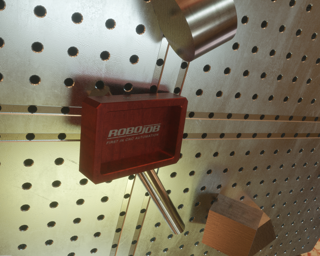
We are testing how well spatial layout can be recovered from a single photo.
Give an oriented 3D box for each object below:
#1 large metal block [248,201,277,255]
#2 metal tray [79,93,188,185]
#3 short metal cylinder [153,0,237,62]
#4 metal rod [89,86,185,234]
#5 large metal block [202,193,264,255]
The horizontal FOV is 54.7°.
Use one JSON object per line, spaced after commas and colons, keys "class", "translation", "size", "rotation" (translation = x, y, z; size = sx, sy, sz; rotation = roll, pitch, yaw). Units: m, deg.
{"class": "large metal block", "translation": [0.179, 0.208, 0.621], "size": [0.080, 0.050, 0.080], "rotation": [-33, 129, -6]}
{"class": "metal tray", "translation": [-0.027, 0.007, 0.366], "size": [0.131, 0.030, 0.089], "rotation": [-8, 113, -41]}
{"class": "short metal cylinder", "translation": [0.035, -0.116, 0.322], "size": [0.050, 0.080, 0.080], "rotation": [-30, 129, -9]}
{"class": "metal rod", "translation": [-0.018, 0.066, 0.441], "size": [0.025, 0.025, 0.299], "rotation": [-32, 129, -8]}
{"class": "large metal block", "translation": [0.126, 0.175, 0.543], "size": [0.050, 0.080, 0.079], "rotation": [-39, 142, -52]}
